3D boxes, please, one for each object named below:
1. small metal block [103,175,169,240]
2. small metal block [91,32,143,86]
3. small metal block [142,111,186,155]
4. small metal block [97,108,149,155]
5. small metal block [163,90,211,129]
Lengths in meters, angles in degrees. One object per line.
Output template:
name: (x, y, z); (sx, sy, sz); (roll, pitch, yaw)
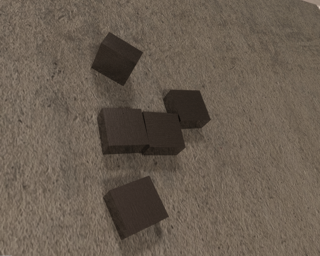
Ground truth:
small metal block: (-0.026, 0.086, 0.338); (0.050, 0.025, 0.050); (-15, 70, -35)
small metal block: (-0.058, -0.091, 0.413); (0.050, 0.050, 0.025); (30, 52, -10)
small metal block: (0.000, 0.008, 0.401); (0.050, 0.025, 0.050); (3, 61, -27)
small metal block: (-0.046, 0.004, 0.378); (0.050, 0.025, 0.050); (0, 62, -29)
small metal block: (0.038, -0.026, 0.442); (0.050, 0.025, 0.050); (-2, 63, -30)
